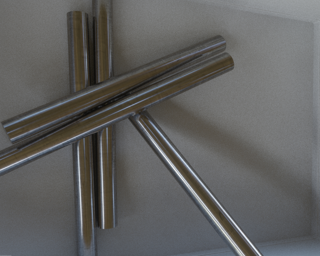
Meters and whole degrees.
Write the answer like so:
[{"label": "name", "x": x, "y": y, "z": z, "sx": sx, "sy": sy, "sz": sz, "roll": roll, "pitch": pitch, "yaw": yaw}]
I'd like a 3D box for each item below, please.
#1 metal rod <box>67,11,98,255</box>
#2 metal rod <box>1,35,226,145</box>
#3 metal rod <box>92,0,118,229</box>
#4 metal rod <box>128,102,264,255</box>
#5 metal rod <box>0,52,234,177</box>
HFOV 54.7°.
[{"label": "metal rod", "x": -0.094, "y": 0.012, "z": 0.376, "sx": 0.025, "sy": 0.025, "sz": 0.298, "roll": -2, "pitch": 91, "yaw": -20}, {"label": "metal rod", "x": -0.033, "y": -0.058, "z": 0.376, "sx": 0.302, "sy": 0.025, "sz": 0.025, "roll": -28, "pitch": 100, "yaw": -27}, {"label": "metal rod", "x": -0.069, "y": -0.027, "z": 0.385, "sx": 0.025, "sy": 0.025, "sz": 0.298, "roll": -1, "pitch": 91, "yaw": -20}, {"label": "metal rod", "x": 0.047, "y": 0.077, "z": 0.363, "sx": 0.025, "sy": 0.025, "sz": 0.300, "roll": -35, "pitch": 76, "yaw": -17}, {"label": "metal rod", "x": -0.042, "y": -0.023, "z": 0.364, "sx": 0.302, "sy": 0.025, "sz": 0.025, "roll": -26, "pitch": 99, "yaw": -15}]
